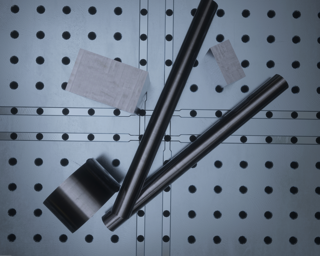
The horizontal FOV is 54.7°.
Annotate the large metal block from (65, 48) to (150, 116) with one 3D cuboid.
[{"bbox_3d":[-0.059,-0.053,0.385,0.080,0.080,0.050,19,90,-1],"label":"large metal block"}]

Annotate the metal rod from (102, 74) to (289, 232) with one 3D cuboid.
[{"bbox_3d":[0.047,0.032,0.414,0.300,0.025,0.025,-39,91,-1],"label":"metal rod"}]

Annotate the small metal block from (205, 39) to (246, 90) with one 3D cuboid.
[{"bbox_3d":[0.083,-0.081,0.402,0.025,0.050,0.050,-25,90,0],"label":"small metal block"}]

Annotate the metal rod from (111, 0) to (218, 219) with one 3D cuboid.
[{"bbox_3d":[0.008,-0.029,0.400,0.025,0.025,0.299,23,85,-1],"label":"metal rod"}]

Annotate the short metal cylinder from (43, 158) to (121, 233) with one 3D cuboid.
[{"bbox_3d":[-0.095,0.082,0.385,0.080,0.080,0.050,-44,90,0],"label":"short metal cylinder"}]
